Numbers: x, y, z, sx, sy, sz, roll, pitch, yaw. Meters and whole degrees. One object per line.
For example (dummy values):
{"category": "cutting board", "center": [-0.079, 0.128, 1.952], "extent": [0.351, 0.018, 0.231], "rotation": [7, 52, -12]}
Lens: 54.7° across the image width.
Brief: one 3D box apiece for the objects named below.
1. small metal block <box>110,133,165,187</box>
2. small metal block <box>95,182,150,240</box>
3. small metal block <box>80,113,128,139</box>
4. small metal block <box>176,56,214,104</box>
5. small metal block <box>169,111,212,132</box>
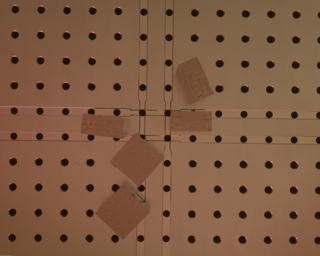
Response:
{"category": "small metal block", "center": [-0.030, 0.041, 0.413], "extent": [0.050, 0.025, 0.050], "rotation": [41, 90, -1]}
{"category": "small metal block", "center": [-0.049, 0.110, 0.413], "extent": [0.050, 0.025, 0.050], "rotation": [44, 90, -1]}
{"category": "small metal block", "center": [-0.070, -0.003, 0.400], "extent": [0.050, 0.050, 0.025], "rotation": [7, 90, -1]}
{"category": "small metal block", "center": [0.044, -0.059, 0.401], "extent": [0.025, 0.050, 0.050], "rotation": [-24, 90, 0]}
{"category": "small metal block", "center": [0.038, -0.008, 0.401], "extent": [0.050, 0.050, 0.025], "rotation": [1, 90, -1]}
